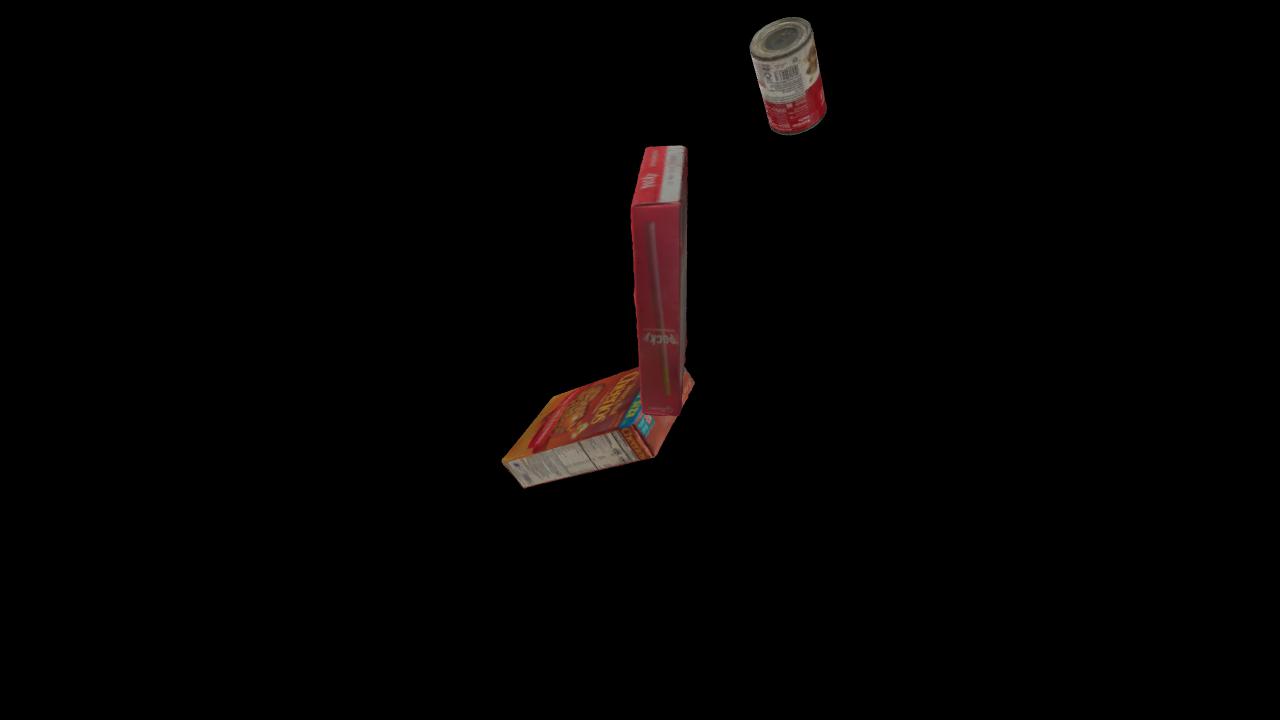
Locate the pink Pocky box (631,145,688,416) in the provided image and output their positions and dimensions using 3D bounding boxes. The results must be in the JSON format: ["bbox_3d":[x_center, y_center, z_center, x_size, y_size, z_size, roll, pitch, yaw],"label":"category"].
[{"bbox_3d":[0.015,-0.047,0.394,0.029,0.155,0.084,2,40,6],"label":"pink Pocky box"}]

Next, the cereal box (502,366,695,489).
[{"bbox_3d":[-0.072,0.107,1.065,0.306,0.081,0.203,-20,22,36],"label":"cereal box"}]

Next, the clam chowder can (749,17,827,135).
[{"bbox_3d":[0.165,-0.312,0.681,0.068,0.068,0.102,0,-30,27],"label":"clam chowder can"}]
